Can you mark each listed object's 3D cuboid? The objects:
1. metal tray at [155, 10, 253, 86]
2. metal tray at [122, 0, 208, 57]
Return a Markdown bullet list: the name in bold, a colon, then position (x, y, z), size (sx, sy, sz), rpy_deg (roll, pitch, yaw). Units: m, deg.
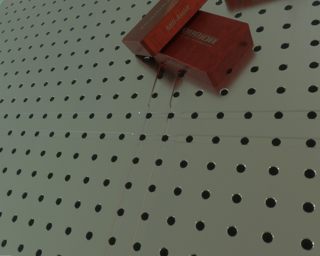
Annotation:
- **metal tray**: position (0.055, -0.124, 0.451), size (0.130, 0.030, 0.090), rpy_deg (34, 80, 38)
- **metal tray**: position (0.007, -0.170, 0.483), size (0.130, 0.030, 0.090), rpy_deg (-48, 29, -6)
